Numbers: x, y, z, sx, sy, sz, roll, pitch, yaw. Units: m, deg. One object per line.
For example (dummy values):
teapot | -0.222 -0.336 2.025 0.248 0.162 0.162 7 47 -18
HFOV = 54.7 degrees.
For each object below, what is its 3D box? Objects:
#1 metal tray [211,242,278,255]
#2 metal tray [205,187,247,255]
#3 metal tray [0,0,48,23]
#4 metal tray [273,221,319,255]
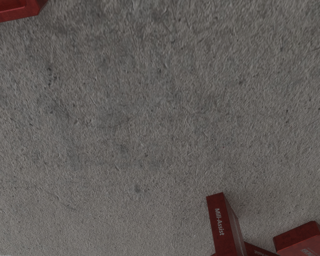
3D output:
metal tray | 0.182 0.284 0.647 0.131 0.030 0.090 27 125 -22
metal tray | 0.112 0.175 0.505 0.030 0.130 0.090 -21 127 15
metal tray | -0.183 -0.140 0.282 0.131 0.030 0.090 -8 130 7
metal tray | 0.298 0.237 0.609 0.130 0.030 0.090 37 121 -27
